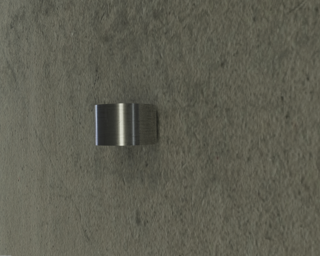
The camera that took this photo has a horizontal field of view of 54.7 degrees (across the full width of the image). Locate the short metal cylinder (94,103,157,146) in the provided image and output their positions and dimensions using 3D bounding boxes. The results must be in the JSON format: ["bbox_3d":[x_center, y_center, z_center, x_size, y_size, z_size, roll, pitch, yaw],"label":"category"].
[{"bbox_3d":[-0.045,-0.004,0.404,0.080,0.081,0.050,-1,89,39],"label":"short metal cylinder"}]
